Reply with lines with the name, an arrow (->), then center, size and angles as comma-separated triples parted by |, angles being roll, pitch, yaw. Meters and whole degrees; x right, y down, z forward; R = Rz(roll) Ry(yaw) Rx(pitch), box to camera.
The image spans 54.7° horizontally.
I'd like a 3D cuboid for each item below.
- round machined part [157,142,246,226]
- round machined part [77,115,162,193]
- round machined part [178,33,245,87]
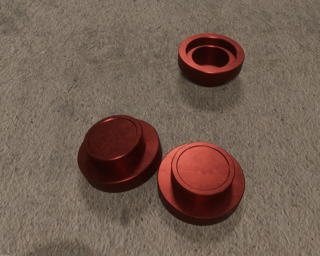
round machined part -> 0.046, 0.054, 0.347 | 0.099, 0.042, 0.098 | 0, 50, 0
round machined part -> -0.049, 0.023, 0.361 | 0.098, 0.042, 0.098 | -7, 46, 8
round machined part -> 0.076, -0.101, 0.478 | 0.099, 0.042, 0.098 | 0, 50, 0
